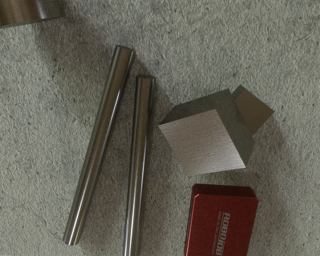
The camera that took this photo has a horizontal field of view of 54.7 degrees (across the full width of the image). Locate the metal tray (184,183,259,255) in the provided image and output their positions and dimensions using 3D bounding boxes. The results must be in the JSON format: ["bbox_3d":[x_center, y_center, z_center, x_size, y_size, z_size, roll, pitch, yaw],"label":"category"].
[{"bbox_3d":[0.088,0.149,0.464,0.091,0.030,0.129,4,110,-2],"label":"metal tray"}]

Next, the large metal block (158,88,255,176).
[{"bbox_3d":[0.059,0.008,0.382,0.080,0.050,0.080,-16,113,38],"label":"large metal block"}]

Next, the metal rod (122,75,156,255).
[{"bbox_3d":[-0.032,0.075,0.437,0.025,0.025,0.298,5,110,-3],"label":"metal rod"}]

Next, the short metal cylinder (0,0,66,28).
[{"bbox_3d":[-0.147,-0.137,0.328,0.080,0.080,0.050,-10,110,3],"label":"short metal cylinder"}]

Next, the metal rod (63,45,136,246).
[{"bbox_3d":[-0.088,0.036,0.421,0.025,0.025,0.298,17,109,-7],"label":"metal rod"}]

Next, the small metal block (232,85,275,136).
[{"bbox_3d":[0.110,-0.020,0.404,0.050,0.025,0.050,35,106,-12],"label":"small metal block"}]
